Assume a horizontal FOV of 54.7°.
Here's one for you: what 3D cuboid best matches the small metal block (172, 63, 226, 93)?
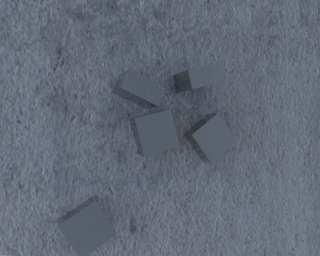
[{"bbox_3d":[0.052,-0.066,0.416,0.050,0.050,0.025,-15,95,-20],"label":"small metal block"}]

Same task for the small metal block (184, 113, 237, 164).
[{"bbox_3d":[0.071,0.014,0.437,0.050,0.025,0.050,-39,103,-16],"label":"small metal block"}]

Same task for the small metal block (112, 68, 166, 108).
[{"bbox_3d":[-0.027,-0.048,0.386,0.050,0.050,0.025,26,82,-19],"label":"small metal block"}]

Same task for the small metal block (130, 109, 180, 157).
[{"bbox_3d":[-0.007,0.006,0.407,0.050,0.025,0.050,-16,96,-20],"label":"small metal block"}]

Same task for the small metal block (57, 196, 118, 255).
[{"bbox_3d":[-0.089,0.120,0.377,0.050,0.025,0.050,-33,101,-17],"label":"small metal block"}]
